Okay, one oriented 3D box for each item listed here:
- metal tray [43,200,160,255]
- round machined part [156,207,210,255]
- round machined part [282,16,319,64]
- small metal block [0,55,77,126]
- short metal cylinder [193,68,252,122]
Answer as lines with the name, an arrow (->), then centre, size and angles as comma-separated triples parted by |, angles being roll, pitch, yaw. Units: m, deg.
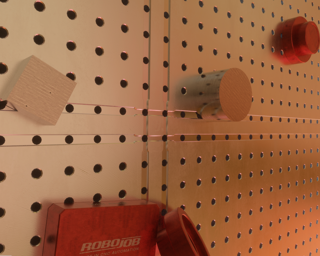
metal tray -> -0.063, 0.132, 0.355 | 0.131, 0.030, 0.089 | 9, 84, -40
round machined part -> 0.030, 0.157, 0.402 | 0.042, 0.098, 0.098 | -31, 115, 6
round machined part -> 0.304, -0.188, 0.657 | 0.099, 0.042, 0.097 | 0, 90, -40
small metal block -> -0.120, -0.036, 0.309 | 0.050, 0.025, 0.050 | 34, 69, -35
short metal cylinder -> 0.097, -0.049, 0.477 | 0.081, 0.050, 0.079 | 0, 90, -40
